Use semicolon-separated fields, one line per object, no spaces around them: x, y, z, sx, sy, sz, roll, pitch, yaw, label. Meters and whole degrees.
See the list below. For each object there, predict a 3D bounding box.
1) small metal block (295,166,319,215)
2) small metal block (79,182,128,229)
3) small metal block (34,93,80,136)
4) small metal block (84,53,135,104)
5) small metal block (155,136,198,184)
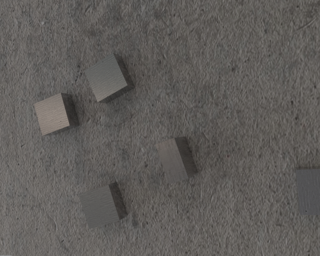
0.180;0.069;0.345;0.050;0.025;0.050;-5;88;20;small metal block
-0.080;0.109;0.437;0.050;0.025;0.050;-21;83;18;small metal block
-0.154;-0.020;0.463;0.050;0.025;0.050;-19;84;19;small metal block
-0.070;-0.069;0.434;0.050;0.025;0.050;-27;81;18;small metal block
0.022;0.039;0.388;0.025;0.050;0.050;-21;83;19;small metal block
